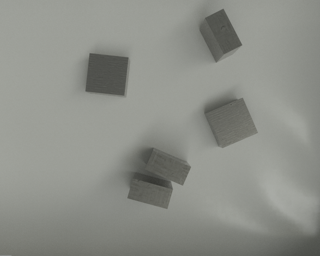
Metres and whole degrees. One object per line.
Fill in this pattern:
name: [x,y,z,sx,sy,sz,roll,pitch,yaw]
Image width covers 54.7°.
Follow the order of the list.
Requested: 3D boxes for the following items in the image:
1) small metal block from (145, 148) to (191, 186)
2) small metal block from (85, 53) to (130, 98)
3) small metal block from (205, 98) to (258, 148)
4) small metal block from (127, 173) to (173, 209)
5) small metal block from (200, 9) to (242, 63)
small metal block: [0.010,0.048,0.399,0.050,0.050,0.025,23,90,-1]
small metal block: [-0.068,-0.069,0.410,0.050,0.025,0.050,6,90,-1]
small metal block: [0.094,-0.007,0.413,0.050,0.025,0.050,-23,90,-1]
small metal block: [-0.012,0.079,0.399,0.050,0.050,0.025,15,90,-1]
small metal block: [0.077,-0.117,0.400,0.025,0.050,0.050,-27,90,0]
